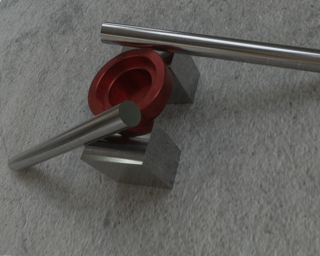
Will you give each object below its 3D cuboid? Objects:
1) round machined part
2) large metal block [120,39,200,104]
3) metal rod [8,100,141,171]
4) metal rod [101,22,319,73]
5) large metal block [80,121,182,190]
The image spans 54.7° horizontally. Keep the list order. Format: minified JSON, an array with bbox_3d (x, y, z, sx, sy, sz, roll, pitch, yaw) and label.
[{"bbox_3d":[-0.030,-0.040,0.358,0.098,0.042,0.098,-13,56,20],"label":"round machined part"},{"bbox_3d":[-0.001,-0.074,0.414,0.080,0.080,0.050,1,63,28],"label":"large metal block"},{"bbox_3d":[-0.127,0.022,0.386,0.299,0.025,0.025,-19,51,45],"label":"metal rod"},{"bbox_3d":[0.081,-0.088,0.347,0.302,0.025,0.025,10,65,8],"label":"metal rod"},{"bbox_3d":[-0.030,0.032,0.365,0.080,0.080,0.050,1,63,28],"label":"large metal block"}]
